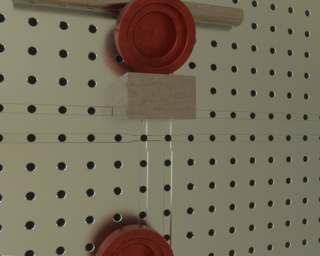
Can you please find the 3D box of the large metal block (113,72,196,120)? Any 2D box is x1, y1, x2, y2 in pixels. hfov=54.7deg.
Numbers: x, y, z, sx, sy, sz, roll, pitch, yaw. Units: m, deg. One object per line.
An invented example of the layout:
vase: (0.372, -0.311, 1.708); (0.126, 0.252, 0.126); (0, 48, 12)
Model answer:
large metal block: (-0.010, -0.035, 0.380); (0.081, 0.080, 0.050); (0, 90, -20)

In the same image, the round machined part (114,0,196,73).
round machined part: (-0.009, -0.117, 0.388); (0.099, 0.042, 0.097); (-8, 116, -17)

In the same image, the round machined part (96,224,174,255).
round machined part: (-0.035, 0.170, 0.391); (0.099, 0.042, 0.097); (0, 90, -20)

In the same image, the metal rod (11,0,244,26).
metal rod: (-0.026, -0.159, 0.402); (0.303, 0.025, 0.025); (-1, 91, -20)
